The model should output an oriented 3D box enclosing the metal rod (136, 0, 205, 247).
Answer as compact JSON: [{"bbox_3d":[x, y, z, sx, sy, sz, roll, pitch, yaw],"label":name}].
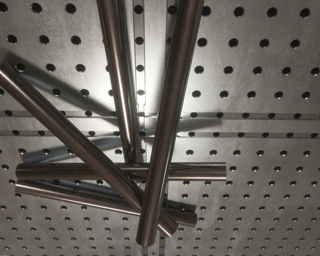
[{"bbox_3d":[0.006,0.010,0.356,0.025,0.025,0.298,8,110,-7],"label":"metal rod"}]

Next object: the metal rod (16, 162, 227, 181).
[{"bbox_3d":[-0.061,0.061,0.432,0.301,0.025,0.025,-2,131,12],"label":"metal rod"}]

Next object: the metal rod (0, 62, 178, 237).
[{"bbox_3d":[-0.084,0.037,0.393,0.025,0.025,0.300,-36,107,26],"label":"metal rod"}]

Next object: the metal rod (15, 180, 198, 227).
[{"bbox_3d":[-0.080,0.126,0.517,0.302,0.025,0.025,15,128,-13],"label":"metal rod"}]

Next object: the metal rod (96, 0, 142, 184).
[{"bbox_3d":[-0.044,-0.037,0.379,0.025,0.025,0.298,-2,130,1],"label":"metal rod"}]
